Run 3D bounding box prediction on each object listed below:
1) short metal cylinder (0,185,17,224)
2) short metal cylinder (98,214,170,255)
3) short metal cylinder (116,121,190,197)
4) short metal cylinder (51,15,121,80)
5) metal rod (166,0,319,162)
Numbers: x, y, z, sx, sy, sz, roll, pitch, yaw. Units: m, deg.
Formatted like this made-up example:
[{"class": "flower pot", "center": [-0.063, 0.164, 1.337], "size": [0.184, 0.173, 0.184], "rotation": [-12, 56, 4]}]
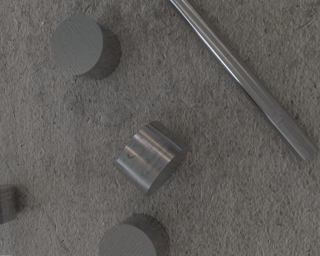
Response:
[{"class": "short metal cylinder", "center": [-0.264, 0.118, 0.473], "size": [0.080, 0.080, 0.050], "rotation": [-6, 88, 20]}, {"class": "short metal cylinder", "center": [-0.033, 0.159, 0.407], "size": [0.080, 0.050, 0.079], "rotation": [0, 90, 20]}, {"class": "short metal cylinder", "center": [-0.008, 0.038, 0.382], "size": [0.050, 0.080, 0.080], "rotation": [39, 102, 16]}, {"class": "short metal cylinder", "center": [-0.102, -0.110, 0.432], "size": [0.080, 0.050, 0.079], "rotation": [0, 90, 20]}, {"class": "metal rod", "center": [0.082, -0.087, 0.380], "size": [0.025, 0.025, 0.299], "rotation": [-40, 78, 16]}]
